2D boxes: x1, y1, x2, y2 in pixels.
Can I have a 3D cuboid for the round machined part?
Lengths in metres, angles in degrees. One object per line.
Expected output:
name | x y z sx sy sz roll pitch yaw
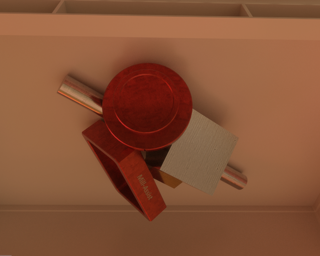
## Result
round machined part | -0.014 -0.025 0.335 0.099 0.097 0.042 -1 171 0

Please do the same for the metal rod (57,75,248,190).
metal rod | 0.006 0.016 0.421 0.301 0.025 0.025 29 124 -23

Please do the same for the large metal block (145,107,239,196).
large metal block | 0.039 0.028 0.389 0.080 0.050 0.080 30 81 -23

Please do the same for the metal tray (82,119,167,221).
metal tray | -0.046 0.058 0.415 0.030 0.090 0.129 -39 132 -21

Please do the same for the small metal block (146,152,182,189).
small metal block | 0.008 0.049 0.432 0.050 0.050 0.025 31 123 -24
